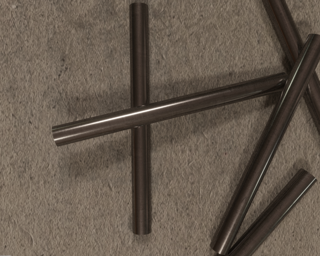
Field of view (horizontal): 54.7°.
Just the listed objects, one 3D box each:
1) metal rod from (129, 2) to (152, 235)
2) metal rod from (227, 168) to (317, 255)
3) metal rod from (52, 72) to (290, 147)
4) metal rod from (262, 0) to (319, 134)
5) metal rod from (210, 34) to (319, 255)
[{"bbox_3d":[-0.026,-0.012,0.409,0.025,0.025,0.298,-1,90,-1],"label":"metal rod"},{"bbox_3d":[0.099,0.174,0.411,0.025,0.025,0.300,41,90,-1],"label":"metal rod"},{"bbox_3d":[0.021,-0.026,0.390,0.302,0.025,0.025,-14,90,-9],"label":"metal rod"},{"bbox_3d":[0.200,-0.057,0.412,0.025,0.025,0.299,-23,90,0],"label":"metal rod"},{"bbox_3d":[0.137,0.025,0.397,0.025,0.025,0.298,23,95,-1],"label":"metal rod"}]
